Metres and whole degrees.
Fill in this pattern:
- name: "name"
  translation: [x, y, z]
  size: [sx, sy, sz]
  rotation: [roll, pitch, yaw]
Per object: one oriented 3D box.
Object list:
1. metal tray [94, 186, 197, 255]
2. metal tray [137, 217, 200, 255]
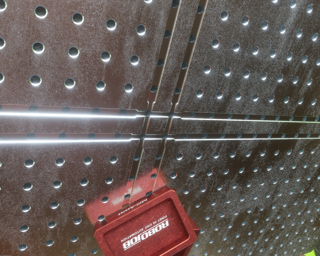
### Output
- name: "metal tray"
  translation: [-0.021, 0.158, 0.465]
  size: [0.131, 0.030, 0.090]
  rotation: [-26, 96, -12]
- name: "metal tray"
  translation: [0.005, 0.217, 0.543]
  size: [0.091, 0.030, 0.129]
  rotation: [10, 114, -33]
